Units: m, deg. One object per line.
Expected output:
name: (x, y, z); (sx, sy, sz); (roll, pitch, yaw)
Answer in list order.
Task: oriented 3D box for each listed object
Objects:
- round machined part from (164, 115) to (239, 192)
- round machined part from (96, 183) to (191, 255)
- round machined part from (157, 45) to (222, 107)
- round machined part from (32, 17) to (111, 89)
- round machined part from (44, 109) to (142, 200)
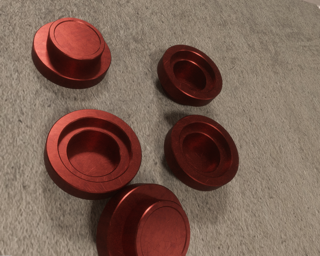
round machined part: (0.049, 0.035, 0.400); (0.099, 0.042, 0.098); (14, 56, -21)
round machined part: (-0.008, 0.104, 0.303); (0.099, 0.042, 0.097); (7, 79, -40)
round machined part: (0.040, -0.073, 0.461); (0.099, 0.042, 0.098); (14, 56, -21)
round machined part: (-0.110, -0.102, 0.397); (0.099, 0.042, 0.098); (14, 56, -21)
round machined part: (-0.073, 0.031, 0.333); (0.099, 0.042, 0.098); (13, 53, -18)
